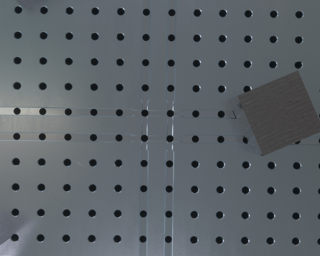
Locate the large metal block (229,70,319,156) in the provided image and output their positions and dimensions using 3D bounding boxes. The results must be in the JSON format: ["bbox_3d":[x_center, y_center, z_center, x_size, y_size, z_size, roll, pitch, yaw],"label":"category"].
[{"bbox_3d":[0.147,-0.018,0.402,0.080,0.050,0.080,-23,90,0],"label":"large metal block"}]

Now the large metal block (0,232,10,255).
[{"bbox_3d":[-0.247,0.174,0.385,0.050,0.080,0.080,29,90,0],"label":"large metal block"}]
